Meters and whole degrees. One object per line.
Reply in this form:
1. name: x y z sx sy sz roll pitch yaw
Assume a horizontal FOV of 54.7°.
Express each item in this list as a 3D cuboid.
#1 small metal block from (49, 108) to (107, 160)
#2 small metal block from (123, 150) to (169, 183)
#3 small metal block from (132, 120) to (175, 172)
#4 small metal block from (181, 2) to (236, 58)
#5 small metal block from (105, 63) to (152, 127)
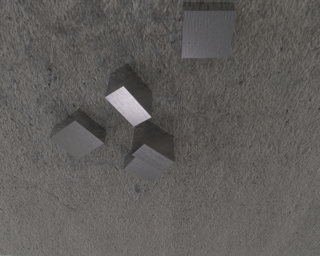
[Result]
1. small metal block: -0.109 0.009 0.414 0.050 0.025 0.050 -31 124 23
2. small metal block: -0.017 0.047 0.447 0.050 0.025 0.050 28 125 -22
3. small metal block: -0.008 0.023 0.410 0.050 0.050 0.025 34 122 -25
4. small metal block: 0.048 -0.101 0.321 0.050 0.025 0.050 0 130 0
5. small metal block: -0.034 -0.039 0.358 0.025 0.050 0.050 -28 125 21
